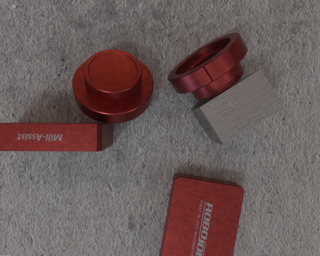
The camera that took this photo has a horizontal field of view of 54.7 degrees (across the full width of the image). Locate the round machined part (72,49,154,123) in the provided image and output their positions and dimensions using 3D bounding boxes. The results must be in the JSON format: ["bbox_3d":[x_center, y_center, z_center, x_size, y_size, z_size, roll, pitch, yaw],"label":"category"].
[{"bbox_3d":[-0.057,-0.057,0.378,0.099,0.042,0.098,3,58,-5],"label":"round machined part"}]

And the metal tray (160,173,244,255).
[{"bbox_3d":[0.053,0.131,0.408,0.091,0.030,0.129,10,90,-1],"label":"metal tray"}]

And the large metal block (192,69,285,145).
[{"bbox_3d":[0.091,-0.024,0.383,0.080,0.080,0.050,-32,92,0],"label":"large metal block"}]

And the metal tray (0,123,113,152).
[{"bbox_3d":[-0.128,0.009,0.375,0.131,0.090,0.030,0,91,-1],"label":"metal tray"}]

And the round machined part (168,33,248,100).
[{"bbox_3d":[0.062,-0.070,0.377,0.098,0.098,0.042,-36,108,0],"label":"round machined part"}]
